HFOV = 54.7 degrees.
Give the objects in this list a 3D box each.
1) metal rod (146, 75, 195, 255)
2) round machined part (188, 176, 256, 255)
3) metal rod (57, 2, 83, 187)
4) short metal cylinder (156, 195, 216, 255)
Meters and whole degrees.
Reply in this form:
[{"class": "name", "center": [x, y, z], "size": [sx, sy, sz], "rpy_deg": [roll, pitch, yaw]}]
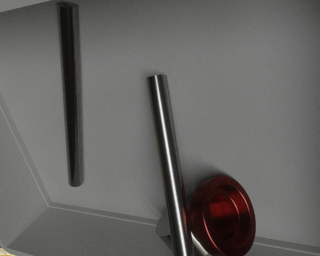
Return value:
[{"class": "metal rod", "center": [0.019, 0.086, 0.371], "size": [0.025, 0.025, 0.298], "rpy_deg": [-10, 89, 32]}, {"class": "round machined part", "center": [0.074, 0.113, 0.393], "size": [0.042, 0.098, 0.098], "rpy_deg": [-28, 104, 45]}, {"class": "metal rod", "center": [-0.129, -0.027, 0.457], "size": [0.025, 0.025, 0.298], "rpy_deg": [20, 126, 16]}, {"class": "short metal cylinder", "center": [0.041, 0.140, 0.437], "size": [0.080, 0.080, 0.050], "rpy_deg": [-30, 102, 37]}]
